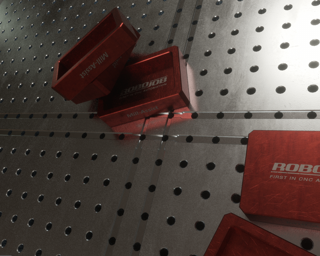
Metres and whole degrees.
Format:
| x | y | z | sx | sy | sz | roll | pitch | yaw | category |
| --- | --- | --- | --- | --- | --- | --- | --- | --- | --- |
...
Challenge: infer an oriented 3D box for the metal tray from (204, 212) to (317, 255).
| x | y | z | sx | sy | sz | roll | pitch | yaw | category |
| --- | --- | --- | --- | --- | --- | --- | --- | --- | --- |
| 0.098 | 0.143 | 0.265 | 0.130 | 0.030 | 0.090 | 21 | 73 | 35 | metal tray |

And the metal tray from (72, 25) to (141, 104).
| x | y | z | sx | sy | sz | roll | pitch | yaw | category |
| --- | --- | --- | --- | --- | --- | --- | --- | --- | --- |
| -0.092 | -0.103 | 0.489 | 0.090 | 0.030 | 0.130 | -9 | 49 | 43 | metal tray |

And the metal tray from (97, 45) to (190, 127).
| x | y | z | sx | sy | sz | roll | pitch | yaw | category |
| --- | --- | --- | --- | --- | --- | --- | --- | --- | --- |
| -0.026 | -0.060 | 0.454 | 0.130 | 0.030 | 0.090 | -15 | 56 | 19 | metal tray |

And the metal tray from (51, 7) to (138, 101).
| x | y | z | sx | sy | sz | roll | pitch | yaw | category |
| --- | --- | --- | --- | --- | --- | --- | --- | --- | --- |
| -0.096 | -0.107 | 0.442 | 0.130 | 0.030 | 0.090 | -38 | 35 | 12 | metal tray |

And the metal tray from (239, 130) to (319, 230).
| x | y | z | sx | sy | sz | roll | pitch | yaw | category |
| --- | --- | --- | --- | --- | --- | --- | --- | --- | --- |
| 0.149 | 0.049 | 0.297 | 0.130 | 0.030 | 0.090 | 1 | 62 | 28 | metal tray |
